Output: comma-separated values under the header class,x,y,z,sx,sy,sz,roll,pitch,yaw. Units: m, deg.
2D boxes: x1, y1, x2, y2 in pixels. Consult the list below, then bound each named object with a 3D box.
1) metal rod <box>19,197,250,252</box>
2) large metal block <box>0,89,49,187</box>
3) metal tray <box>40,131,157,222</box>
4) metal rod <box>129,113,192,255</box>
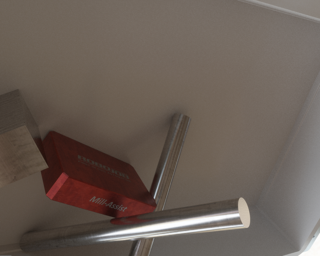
class,x,y,z,sx,sy,sz,roll,pitch,yaw
metal rod,-0.052,0.111,0.336,0.300,0.025,0.025,-18,138,30
large metal block,-0.161,0.014,0.294,0.081,0.080,0.050,-23,127,-15
metal tray,-0.073,0.060,0.364,0.131,0.090,0.030,30,101,-38
metal rod,-0.015,0.123,0.388,0.025,0.025,0.299,28,74,-38
